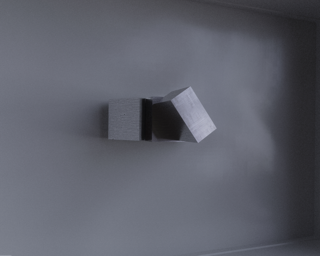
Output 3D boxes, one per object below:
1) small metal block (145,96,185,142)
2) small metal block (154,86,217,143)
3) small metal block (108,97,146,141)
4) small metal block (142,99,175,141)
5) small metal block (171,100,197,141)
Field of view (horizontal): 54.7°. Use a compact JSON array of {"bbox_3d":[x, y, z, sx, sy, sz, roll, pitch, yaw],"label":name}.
[{"bbox_3d":[0.011,-0.009,0.359,0.050,0.025,0.050,1,90,-20],"label":"small metal block"},{"bbox_3d":[0.025,-0.013,0.324,0.025,0.050,0.050,-37,102,-16],"label":"small metal block"},{"bbox_3d":[-0.036,-0.010,0.379,0.025,0.050,0.050,1,90,-54],"label":"small metal block"},{"bbox_3d":[-0.003,-0.009,0.394,0.025,0.050,0.050,1,90,-20],"label":"small metal block"},{"bbox_3d":[0.032,-0.009,0.405,0.025,0.050,0.050,1,90,14],"label":"small metal block"}]
